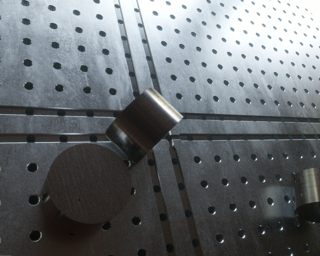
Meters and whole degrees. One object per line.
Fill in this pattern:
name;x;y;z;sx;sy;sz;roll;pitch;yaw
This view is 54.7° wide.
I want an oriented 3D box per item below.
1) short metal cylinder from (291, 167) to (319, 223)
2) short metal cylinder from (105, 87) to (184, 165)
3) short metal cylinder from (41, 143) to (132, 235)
short metal cylinder;0.233;0.097;0.442;0.080;0.080;0.050;22;54;-16
short metal cylinder;-0.018;-0.002;0.366;0.050;0.080;0.080;44;51;2
short metal cylinder;-0.075;0.062;0.314;0.081;0.050;0.080;14;56;-21
